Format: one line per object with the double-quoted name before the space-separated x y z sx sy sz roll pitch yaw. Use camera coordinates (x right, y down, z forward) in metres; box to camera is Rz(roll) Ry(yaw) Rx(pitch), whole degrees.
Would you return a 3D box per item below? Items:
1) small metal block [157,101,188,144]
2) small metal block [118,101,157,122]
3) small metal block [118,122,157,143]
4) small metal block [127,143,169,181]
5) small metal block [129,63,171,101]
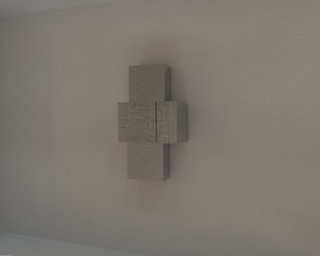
"small metal block" 0.016 -0.007 0.390 0.025 0.050 0.050 0 90 20
"small metal block" -0.020 -0.020 0.402 0.050 0.050 0.025 0 90 20
"small metal block" -0.020 0.005 0.402 0.050 0.050 0.025 0 90 20
"small metal block" -0.015 0.043 0.414 0.050 0.025 0.050 0 90 20
"small metal block" -0.013 -0.057 0.413 0.050 0.025 0.050 0 90 20
